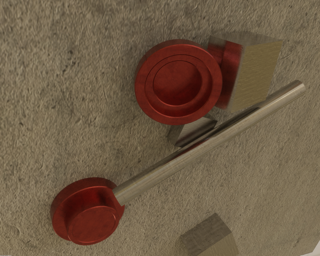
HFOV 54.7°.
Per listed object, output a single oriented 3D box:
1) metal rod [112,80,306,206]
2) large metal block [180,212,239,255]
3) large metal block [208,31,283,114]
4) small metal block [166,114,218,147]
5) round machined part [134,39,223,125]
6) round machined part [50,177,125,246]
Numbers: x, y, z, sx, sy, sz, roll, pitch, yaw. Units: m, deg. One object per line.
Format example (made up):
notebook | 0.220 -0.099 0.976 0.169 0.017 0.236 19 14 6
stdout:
metal rod | 0.073 0.016 0.423 0.301 0.025 0.025 -30 129 -9
large metal block | 0.094 0.218 0.577 0.080 0.050 0.080 -31 129 -9
large metal block | 0.100 -0.072 0.386 0.081 0.050 0.079 -20 128 -39
small metal block | 0.044 0.001 0.432 0.050 0.025 0.050 12 112 -33
round machined part | 0.019 -0.055 0.360 0.099 0.042 0.097 -4 122 -6
round machined part | -0.094 0.118 0.418 0.099 0.042 0.097 -14 124 -21
